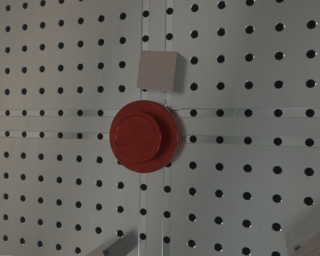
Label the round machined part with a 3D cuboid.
[{"bbox_3d":[-0.024,0.012,0.411,0.098,0.042,0.097,0,90,19],"label":"round machined part"}]

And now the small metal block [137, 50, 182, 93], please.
[{"bbox_3d":[0.000,-0.075,0.412,0.050,0.025,0.050,7,92,19],"label":"small metal block"}]

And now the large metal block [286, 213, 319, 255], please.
[{"bbox_3d":[0.196,0.136,0.330,0.080,0.050,0.080,46,104,14],"label":"large metal block"}]

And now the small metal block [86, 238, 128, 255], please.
[{"bbox_3d":[-0.081,0.181,0.427,0.050,0.050,0.025,-29,81,17],"label":"small metal block"}]
